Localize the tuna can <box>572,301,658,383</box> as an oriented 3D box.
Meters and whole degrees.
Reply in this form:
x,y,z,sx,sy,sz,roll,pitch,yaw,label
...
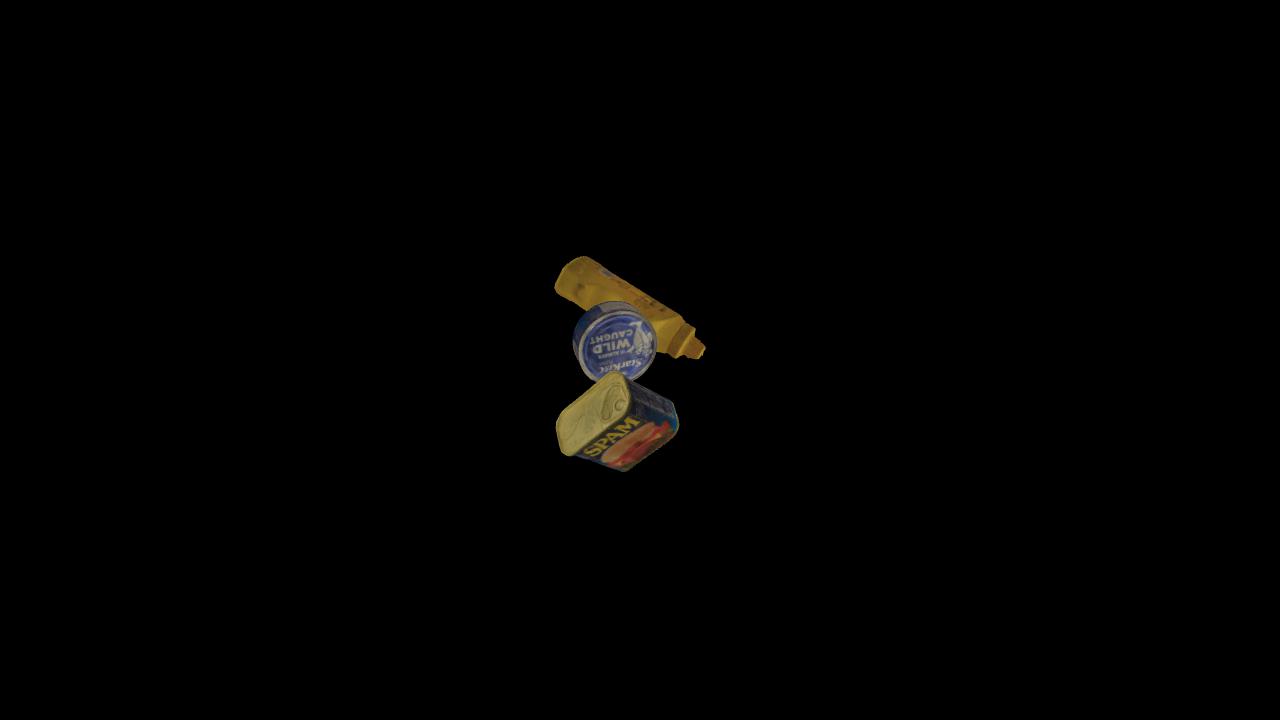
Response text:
x,y,z,sx,sy,sz,roll,pitch,yaw,label
-0.027,-0.017,0.633,0.084,0.084,0.034,0,26,-21,tuna can

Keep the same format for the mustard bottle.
x,y,z,sx,sy,sz,roll,pitch,yaw,label
-0.004,-0.055,0.718,0.184,0.054,0.092,32,13,9,mustard bottle

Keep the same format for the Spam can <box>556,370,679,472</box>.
x,y,z,sx,sy,sz,roll,pitch,yaw,label
-0.022,0.068,0.647,0.101,0.058,0.085,-38,-43,23,Spam can
